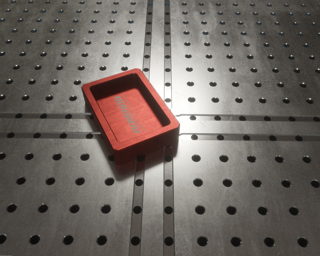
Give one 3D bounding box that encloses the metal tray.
[{"bbox_3d":[-0.042,-0.022,0.422,0.091,0.030,0.130,-21,53,-17],"label":"metal tray"}]
